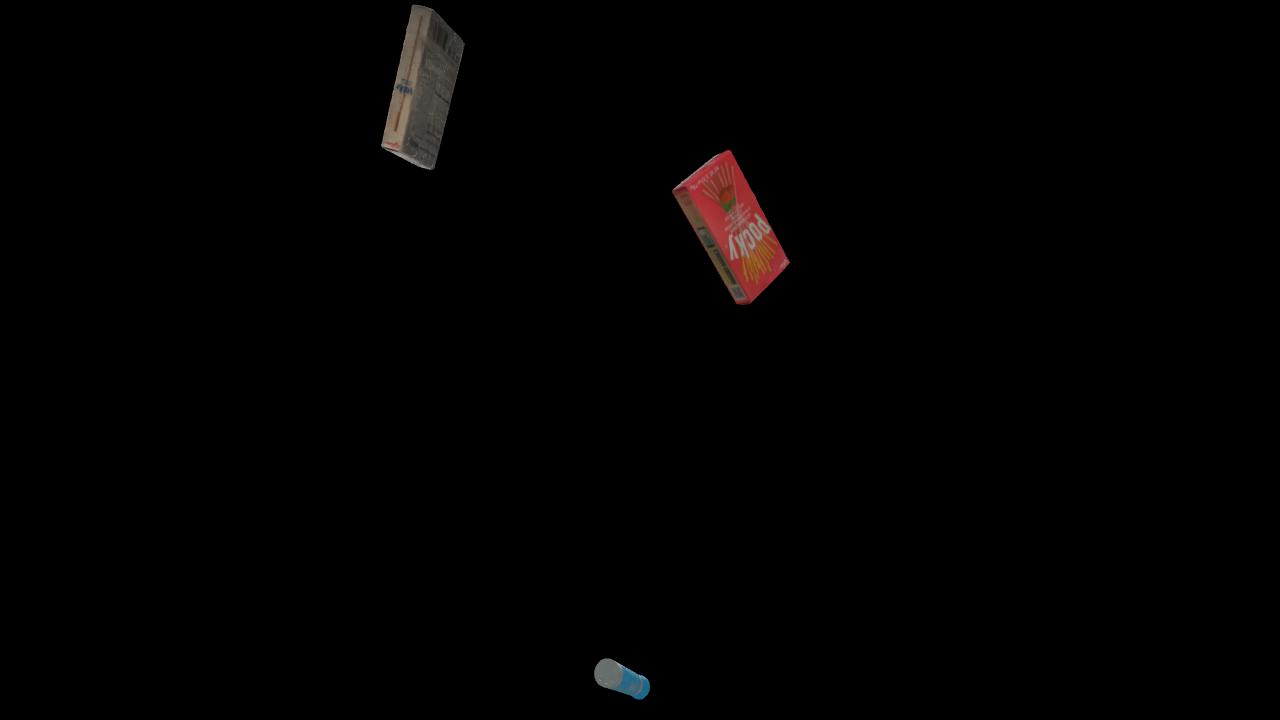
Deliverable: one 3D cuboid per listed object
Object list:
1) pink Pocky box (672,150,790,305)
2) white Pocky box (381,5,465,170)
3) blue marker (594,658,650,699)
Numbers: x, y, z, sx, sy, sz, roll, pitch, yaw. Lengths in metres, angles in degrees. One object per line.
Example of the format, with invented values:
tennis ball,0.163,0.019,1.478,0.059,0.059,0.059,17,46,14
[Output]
pink Pocky box,0.107,-0.148,0.698,0.084,0.155,0.029,-44,22,-26
white Pocky box,-0.242,-0.300,0.690,0.028,0.154,0.084,16,6,5
blue marker,-0.012,0.254,0.487,0.020,0.020,0.121,0,-32,14
